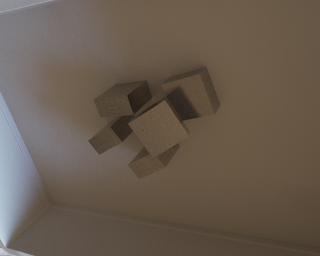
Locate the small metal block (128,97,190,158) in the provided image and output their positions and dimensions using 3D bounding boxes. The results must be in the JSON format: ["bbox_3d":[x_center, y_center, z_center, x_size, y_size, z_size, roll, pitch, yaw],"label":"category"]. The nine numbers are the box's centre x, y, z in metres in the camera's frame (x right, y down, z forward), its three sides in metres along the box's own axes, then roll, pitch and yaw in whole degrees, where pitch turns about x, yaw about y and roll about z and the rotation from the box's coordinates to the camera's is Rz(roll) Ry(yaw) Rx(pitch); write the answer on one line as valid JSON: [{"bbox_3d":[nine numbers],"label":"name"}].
[{"bbox_3d":[-0.001,-0.001,0.363,0.050,0.025,0.050,-32,102,12],"label":"small metal block"}]

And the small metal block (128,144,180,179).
[{"bbox_3d":[-0.007,0.037,0.418,0.050,0.050,0.025,-30,102,37],"label":"small metal block"}]

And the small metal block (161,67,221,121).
[{"bbox_3d":[0.037,-0.039,0.364,0.050,0.025,0.050,-11,113,32],"label":"small metal block"}]

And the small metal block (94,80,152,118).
[{"bbox_3d":[-0.046,-0.037,0.392,0.050,0.050,0.025,-3,117,29],"label":"small metal block"}]

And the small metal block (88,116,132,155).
[{"bbox_3d":[-0.063,0.006,0.427,0.050,0.050,0.025,-28,103,37],"label":"small metal block"}]
